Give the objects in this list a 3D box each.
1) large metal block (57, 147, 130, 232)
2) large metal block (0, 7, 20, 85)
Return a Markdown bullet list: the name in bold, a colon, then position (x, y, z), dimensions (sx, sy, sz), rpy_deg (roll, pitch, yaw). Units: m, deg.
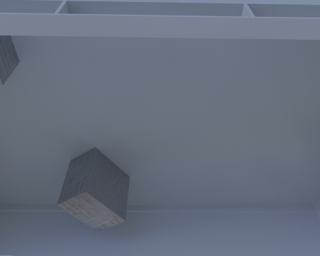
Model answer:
- **large metal block**: position (-0.091, 0.089, 0.448), dimensions (0.050, 0.080, 0.080), rpy_deg (-28, 125, 21)
- **large metal block**: position (-0.203, -0.090, 0.314), dimensions (0.080, 0.050, 0.079), rpy_deg (-1, 130, 0)
